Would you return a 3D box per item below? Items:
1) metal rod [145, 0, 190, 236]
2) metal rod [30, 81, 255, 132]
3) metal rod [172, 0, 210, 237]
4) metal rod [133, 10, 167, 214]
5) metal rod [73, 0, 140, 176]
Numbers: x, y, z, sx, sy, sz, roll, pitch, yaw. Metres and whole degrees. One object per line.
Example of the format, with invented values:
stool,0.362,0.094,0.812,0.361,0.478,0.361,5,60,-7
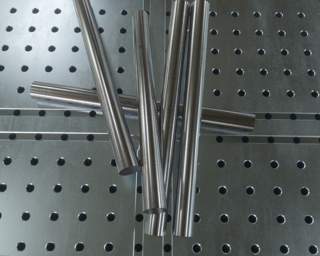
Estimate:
metal rod,0.011,-0.021,0.393,0.025,0.025,0.299,6,80,2
metal rod,-0.025,-0.030,0.422,0.302,0.025,0.025,9,70,2
metal rod,0.041,-0.020,0.393,0.025,0.025,0.299,5,80,1
metal rod,-0.018,-0.042,0.399,0.025,0.025,0.299,-4,60,-2
metal rod,-0.079,-0.077,0.416,0.025,0.025,0.299,-17,63,-6
